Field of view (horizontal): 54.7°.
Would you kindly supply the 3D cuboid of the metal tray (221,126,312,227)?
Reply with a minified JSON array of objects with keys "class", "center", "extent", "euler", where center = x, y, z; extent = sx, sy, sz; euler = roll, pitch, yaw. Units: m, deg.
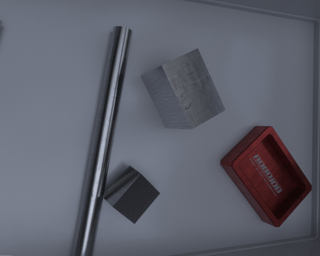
[{"class":"metal tray","center":[0.163,0.072,0.470],"extent":[0.090,0.030,0.130],"euler":[-41,103,-16]}]

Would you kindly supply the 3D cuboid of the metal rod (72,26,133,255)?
[{"class":"metal rod","center":[-0.072,0.022,0.384],"extent":[0.025,0.025,0.298],"euler":[11,86,-20]}]

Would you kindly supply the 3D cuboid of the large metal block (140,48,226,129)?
[{"class":"large metal block","center":[0.026,-0.045,0.392],"extent":[0.050,0.080,0.080],"euler":[-29,100,-18]}]

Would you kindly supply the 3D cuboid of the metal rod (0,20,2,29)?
[{"class":"metal rod","center":[-0.223,0.023,0.327],"extent":[0.025,0.025,0.299],"euler":[16,85,-20]}]

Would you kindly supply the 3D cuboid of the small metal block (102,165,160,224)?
[{"class":"small metal block","center":[-0.035,0.084,0.388],"extent":[0.050,0.025,0.050],"euler":[-49,132,-14]}]
